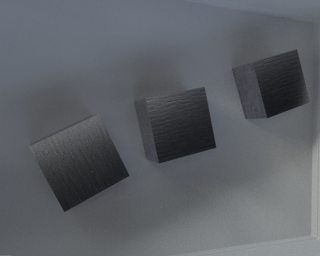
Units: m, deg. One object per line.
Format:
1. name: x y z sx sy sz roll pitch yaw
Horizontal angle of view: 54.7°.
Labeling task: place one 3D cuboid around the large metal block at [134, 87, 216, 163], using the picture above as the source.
1. large metal block: 0.019 -0.005 0.405 0.081 0.050 0.080 -13 95 -20

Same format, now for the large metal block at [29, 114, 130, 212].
1. large metal block: -0.094 0.037 0.363 0.081 0.050 0.080 -28 100 -18

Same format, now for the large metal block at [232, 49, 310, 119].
1. large metal block: 0.164 -0.064 0.460 0.081 0.050 0.080 -19 97 -19
